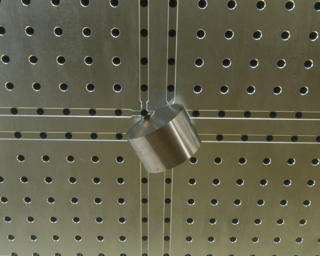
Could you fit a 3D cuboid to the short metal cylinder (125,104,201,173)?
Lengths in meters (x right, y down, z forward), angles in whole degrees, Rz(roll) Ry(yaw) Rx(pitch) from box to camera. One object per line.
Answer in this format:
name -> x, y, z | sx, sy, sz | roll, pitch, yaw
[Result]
short metal cylinder -> 0.004, 0.012, 0.388 | 0.080, 0.080, 0.050 | -27, 107, 9
